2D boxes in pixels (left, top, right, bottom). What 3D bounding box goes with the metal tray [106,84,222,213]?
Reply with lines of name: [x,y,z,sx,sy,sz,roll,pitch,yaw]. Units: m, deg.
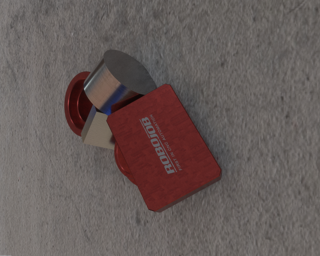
metal tray: [0.003,0.022,0.370,0.090,0.030,0.130,-29,69,2]

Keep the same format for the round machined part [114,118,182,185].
round machined part: [-0.023,0.031,0.412,0.098,0.042,0.097,0,90,39]

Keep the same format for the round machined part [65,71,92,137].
round machined part: [-0.100,-0.035,0.475,0.098,0.042,0.097,0,90,39]

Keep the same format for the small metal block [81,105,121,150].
small metal block: [-0.075,-0.001,0.426,0.050,0.050,0.025,-63,31,20]

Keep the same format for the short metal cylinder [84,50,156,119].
short metal cylinder: [-0.053,-0.058,0.413,0.050,0.081,0.080,-45,63,30]
